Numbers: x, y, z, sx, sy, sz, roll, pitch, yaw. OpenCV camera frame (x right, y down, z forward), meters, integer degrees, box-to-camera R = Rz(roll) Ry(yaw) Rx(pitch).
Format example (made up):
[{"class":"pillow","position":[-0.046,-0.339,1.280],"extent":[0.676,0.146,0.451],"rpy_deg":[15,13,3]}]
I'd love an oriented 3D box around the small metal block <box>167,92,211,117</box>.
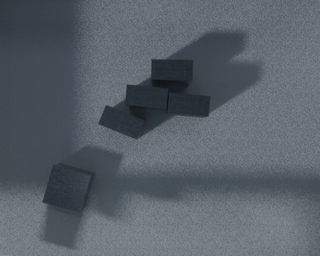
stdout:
[{"class":"small metal block","position":[0.035,-0.029,0.399],"extent":[0.050,0.050,0.025],"rpy_deg":[5,90,-1]}]

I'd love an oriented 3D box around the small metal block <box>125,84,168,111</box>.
[{"class":"small metal block","position":[-0.016,-0.038,0.399],"extent":[0.050,0.050,0.025],"rpy_deg":[5,90,-1]}]

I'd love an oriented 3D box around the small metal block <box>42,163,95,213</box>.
[{"class":"small metal block","position":[-0.120,0.078,0.410],"extent":[0.050,0.025,0.050],"rpy_deg":[16,90,-1]}]

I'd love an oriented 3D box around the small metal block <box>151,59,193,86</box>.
[{"class":"small metal block","position":[0.015,-0.070,0.399],"extent":[0.050,0.050,0.025],"rpy_deg":[1,90,-1]}]

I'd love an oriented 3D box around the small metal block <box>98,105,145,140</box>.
[{"class":"small metal block","position":[-0.047,-0.007,0.398],"extent":[0.050,0.050,0.025],"rpy_deg":[22,90,-1]}]
